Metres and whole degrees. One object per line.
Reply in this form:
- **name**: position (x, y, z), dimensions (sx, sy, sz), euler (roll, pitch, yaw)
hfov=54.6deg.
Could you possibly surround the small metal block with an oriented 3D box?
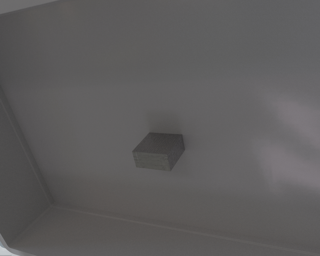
- **small metal block**: position (-0.001, 0.030, 0.412), dimensions (0.050, 0.050, 0.025), euler (3, 120, 27)
